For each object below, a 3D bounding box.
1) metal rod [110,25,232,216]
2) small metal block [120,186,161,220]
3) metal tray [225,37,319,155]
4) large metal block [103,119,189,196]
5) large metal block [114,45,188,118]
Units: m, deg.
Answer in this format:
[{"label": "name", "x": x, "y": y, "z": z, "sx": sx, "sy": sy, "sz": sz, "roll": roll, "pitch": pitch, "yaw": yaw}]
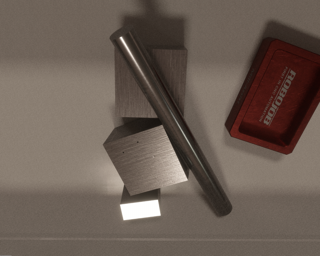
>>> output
[{"label": "metal rod", "x": 0.029, "y": 0.015, "z": 0.372, "sx": 0.025, "sy": 0.025, "sz": 0.299, "roll": -26, "pitch": 125, "yaw": 9}, {"label": "small metal block", "x": -0.026, "y": 0.100, "z": 0.435, "sx": 0.050, "sy": 0.050, "sz": 0.025, "roll": -8, "pitch": 110, "yaw": 2}, {"label": "metal tray", "x": 0.151, "y": -0.039, "z": 0.396, "sx": 0.091, "sy": 0.030, "sz": 0.129, "roll": 18, "pitch": 109, "yaw": -7}, {"label": "large metal block", "x": -0.014, "y": 0.032, "z": 0.403, "sx": 0.080, "sy": 0.050, "sz": 0.080, "roll": -19, "pitch": 110, "yaw": 17}, {"label": "large metal block", "x": -0.011, "y": -0.058, "z": 0.376, "sx": 0.081, "sy": 0.050, "sz": 0.079, "roll": 2, "pitch": 110, "yaw": -1}]
